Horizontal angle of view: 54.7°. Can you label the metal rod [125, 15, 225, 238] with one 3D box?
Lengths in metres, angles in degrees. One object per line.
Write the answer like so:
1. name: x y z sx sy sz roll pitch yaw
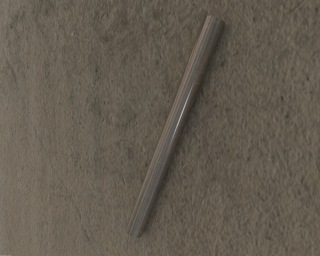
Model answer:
1. metal rod: 0.013 0.010 0.392 0.025 0.025 0.298 31 109 35
